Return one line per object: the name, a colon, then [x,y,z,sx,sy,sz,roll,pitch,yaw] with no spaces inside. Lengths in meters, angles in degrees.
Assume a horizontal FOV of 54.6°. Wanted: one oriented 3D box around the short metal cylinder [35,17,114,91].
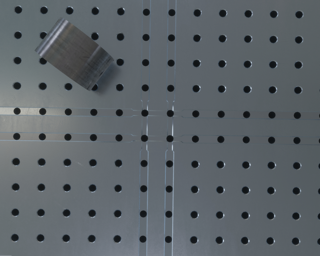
short metal cylinder: [-0.105,-0.090,0.385,0.080,0.080,0.050,37,90,0]
